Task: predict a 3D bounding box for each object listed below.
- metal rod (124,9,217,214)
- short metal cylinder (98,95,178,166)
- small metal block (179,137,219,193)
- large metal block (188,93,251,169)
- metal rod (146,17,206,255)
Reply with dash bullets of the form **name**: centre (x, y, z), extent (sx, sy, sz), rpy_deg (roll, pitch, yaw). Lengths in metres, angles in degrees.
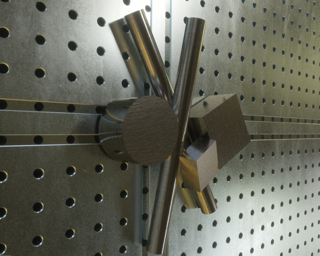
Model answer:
- **metal rod**: centre (0.021, -0.009, 0.422), extent (0.025, 0.025, 0.299), rpy_deg (-35, 112, -34)
- **short metal cylinder**: centre (-0.025, 0.003, 0.368), extent (0.081, 0.050, 0.079), rpy_deg (0, 90, -41)
- **small metal block**: centre (0.053, 0.047, 0.408), extent (0.050, 0.025, 0.050), rpy_deg (-39, 129, -42)
- **large metal block**: centre (0.081, 0.003, 0.455), extent (0.081, 0.050, 0.080), rpy_deg (-34, 111, -35)
- **metal rod**: centre (0.020, 0.011, 0.396), extent (0.025, 0.025, 0.298), rpy_deg (8, 93, -40)
